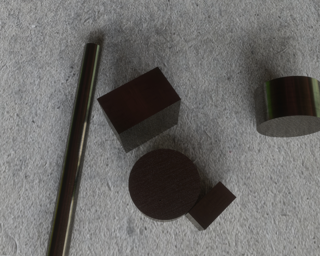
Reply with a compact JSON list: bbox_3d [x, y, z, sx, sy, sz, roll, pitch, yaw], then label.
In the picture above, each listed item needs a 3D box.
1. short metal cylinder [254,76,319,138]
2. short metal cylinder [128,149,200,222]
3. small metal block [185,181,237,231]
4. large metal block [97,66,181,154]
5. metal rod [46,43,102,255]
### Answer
[{"bbox_3d":[0.162,-0.024,0.389,0.080,0.080,0.050,2,70,1],"label":"short metal cylinder"},{"bbox_3d":[0.005,0.070,0.369,0.081,0.050,0.080,0,70,0],"label":"short metal cylinder"},{"bbox_3d":[0.057,0.092,0.361,0.050,0.050,0.025,-41,75,-14],"label":"small metal block"},{"bbox_3d":[-0.023,-0.019,0.386,0.080,0.080,0.050,-30,73,-10],"label":"large metal block"},{"bbox_3d":[-0.108,0.024,0.398,0.025,0.025,0.299,4,70,1],"label":"metal rod"}]
